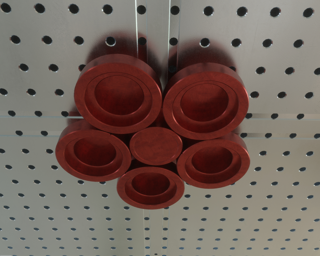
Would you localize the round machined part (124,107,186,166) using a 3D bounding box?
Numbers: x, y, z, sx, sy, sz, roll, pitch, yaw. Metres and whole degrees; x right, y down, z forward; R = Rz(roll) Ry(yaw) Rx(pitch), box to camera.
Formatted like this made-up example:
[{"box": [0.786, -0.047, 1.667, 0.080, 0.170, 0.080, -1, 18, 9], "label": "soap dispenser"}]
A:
[{"box": [-0.005, 0.012, 0.410, 0.099, 0.042, 0.097, 0, 130, 0], "label": "round machined part"}]

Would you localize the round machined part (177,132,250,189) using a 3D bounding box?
[{"box": [0.072, 0.038, 0.433, 0.099, 0.042, 0.097, 0, 130, 0], "label": "round machined part"}]

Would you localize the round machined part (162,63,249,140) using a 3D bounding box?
[{"box": [0.052, -0.035, 0.370, 0.099, 0.042, 0.097, 0, 130, 0], "label": "round machined part"}]

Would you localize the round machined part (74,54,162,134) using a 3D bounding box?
[{"box": [-0.047, -0.043, 0.363, 0.099, 0.042, 0.097, 0, 130, 0], "label": "round machined part"}]

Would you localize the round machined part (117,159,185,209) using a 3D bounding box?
[{"box": [-0.014, 0.076, 0.464, 0.099, 0.042, 0.097, 0, 130, 0], "label": "round machined part"}]

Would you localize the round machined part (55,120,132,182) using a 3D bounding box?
[{"box": [-0.087, 0.026, 0.421, 0.099, 0.042, 0.097, 0, 130, 0], "label": "round machined part"}]
